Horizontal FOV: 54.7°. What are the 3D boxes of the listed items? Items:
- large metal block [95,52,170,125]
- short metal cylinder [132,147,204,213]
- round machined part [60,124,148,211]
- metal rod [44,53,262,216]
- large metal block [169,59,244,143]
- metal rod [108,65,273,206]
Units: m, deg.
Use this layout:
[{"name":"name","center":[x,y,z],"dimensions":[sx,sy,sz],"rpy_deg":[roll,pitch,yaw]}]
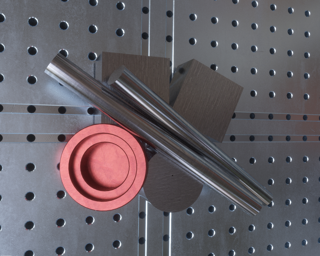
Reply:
[{"name":"large metal block","center":[-0.035,-0.044,0.379],"dimensions":[0.081,0.050,0.079],"rpy_deg":[1,90,-20]},{"name":"short metal cylinder","center":[0.009,0.062,0.398],"dimensions":[0.081,0.050,0.079],"rpy_deg":[0,90,-20]},{"name":"round machined part","center":[-0.062,0.045,0.365],"dimensions":[0.099,0.042,0.097],"rpy_deg":[0,87,3]},{"name":"metal rod","center":[0.007,0.019,0.357],"dimensions":[0.301,0.025,0.025],"rpy_deg":[36,78,-18]},{"name":"large metal block","center":[0.052,-0.034,0.414],"dimensions":[0.080,0.050,0.080],"rpy_deg":[26,82,-18]},{"name":"metal rod","center":[0.057,0.026,0.390],"dimensions":[0.301,0.025,0.025],"rpy_deg":[38,78,-31]}]
